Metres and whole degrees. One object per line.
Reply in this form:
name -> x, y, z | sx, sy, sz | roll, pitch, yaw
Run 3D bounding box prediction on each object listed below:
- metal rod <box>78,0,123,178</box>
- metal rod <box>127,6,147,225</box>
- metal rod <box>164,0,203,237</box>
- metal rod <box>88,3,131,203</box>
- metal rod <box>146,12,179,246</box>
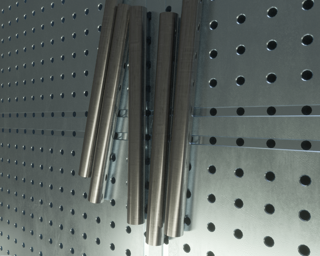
metal rod -> -0.092, -0.068, 0.482 | 0.025, 0.025, 0.298 | 18, 101, 38
metal rod -> -0.032, -0.017, 0.433 | 0.025, 0.025, 0.298 | 1, 91, 39
metal rod -> 0.029, -0.015, 0.383 | 0.025, 0.025, 0.298 | 7, 95, 39
metal rod -> -0.075, -0.031, 0.468 | 0.025, 0.025, 0.298 | 17, 101, 38
metal rod -> 0.003, 0.003, 0.405 | 0.025, 0.025, 0.298 | 6, 94, 39
